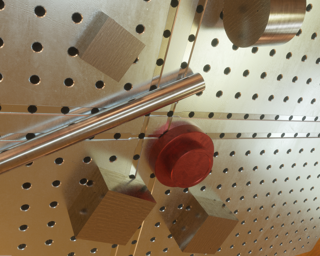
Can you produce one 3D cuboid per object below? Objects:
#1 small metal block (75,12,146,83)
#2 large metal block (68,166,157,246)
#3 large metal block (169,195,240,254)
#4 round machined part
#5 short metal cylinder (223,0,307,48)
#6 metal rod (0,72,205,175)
[{"bbox_3d":[-0.053,-0.085,0.330,0.050,0.025,0.050,30,101,-38],"label":"small metal block"},{"bbox_3d":[-0.066,0.109,0.427,0.080,0.050,0.080,26,104,-37],"label":"large metal block"},{"bbox_3d":[0.077,0.171,0.543,0.080,0.050,0.080,21,107,-36],"label":"large metal block"},{"bbox_3d":[0.038,0.048,0.451,0.099,0.042,0.097,-14,124,-21],"label":"round machined part"},{"bbox_3d":[0.117,-0.134,0.356,0.050,0.080,0.079,-10,123,-23],"label":"short metal cylinder"},{"bbox_3d":[-0.082,-0.002,0.365,0.302,0.025,0.025,-23,127,-14],"label":"metal rod"}]
